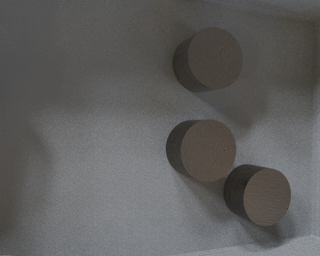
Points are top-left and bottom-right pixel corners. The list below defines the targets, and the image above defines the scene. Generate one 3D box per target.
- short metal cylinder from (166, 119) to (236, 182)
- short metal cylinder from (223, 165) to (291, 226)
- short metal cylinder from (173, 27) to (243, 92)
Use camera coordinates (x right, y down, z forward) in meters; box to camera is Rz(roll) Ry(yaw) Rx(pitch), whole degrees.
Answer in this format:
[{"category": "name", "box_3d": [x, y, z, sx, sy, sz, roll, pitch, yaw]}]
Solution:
[{"category": "short metal cylinder", "box_3d": [0.055, 0.029, 0.419, 0.081, 0.050, 0.079, 0, 90, -21]}, {"category": "short metal cylinder", "box_3d": [0.141, 0.095, 0.451, 0.081, 0.050, 0.079, 0, 90, -21]}, {"category": "short metal cylinder", "box_3d": [0.064, -0.090, 0.422, 0.081, 0.050, 0.079, 0, 90, -21]}]
